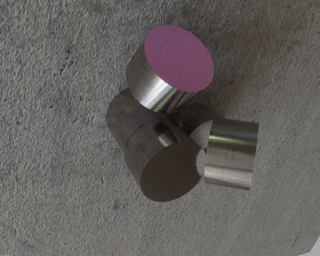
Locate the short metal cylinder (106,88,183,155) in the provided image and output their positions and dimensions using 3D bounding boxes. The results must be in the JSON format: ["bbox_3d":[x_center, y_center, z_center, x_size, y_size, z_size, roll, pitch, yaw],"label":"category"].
[{"bbox_3d":[-0.020,-0.006,0.379,0.081,0.050,0.079,-14,125,-21],"label":"short metal cylinder"}]

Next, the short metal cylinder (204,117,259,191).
[{"bbox_3d":[0.085,0.030,0.366,0.050,0.080,0.079,8,124,16],"label":"short metal cylinder"}]

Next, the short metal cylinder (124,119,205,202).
[{"bbox_3d":[0.005,0.037,0.354,0.081,0.050,0.079,-14,125,-21],"label":"short metal cylinder"}]

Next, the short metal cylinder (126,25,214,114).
[{"bbox_3d":[0.010,-0.062,0.333,0.081,0.080,0.050,0,157,-29],"label":"short metal cylinder"}]

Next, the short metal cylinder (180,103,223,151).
[{"bbox_3d":[0.055,0.011,0.430,0.081,0.050,0.079,-14,125,-21],"label":"short metal cylinder"}]
